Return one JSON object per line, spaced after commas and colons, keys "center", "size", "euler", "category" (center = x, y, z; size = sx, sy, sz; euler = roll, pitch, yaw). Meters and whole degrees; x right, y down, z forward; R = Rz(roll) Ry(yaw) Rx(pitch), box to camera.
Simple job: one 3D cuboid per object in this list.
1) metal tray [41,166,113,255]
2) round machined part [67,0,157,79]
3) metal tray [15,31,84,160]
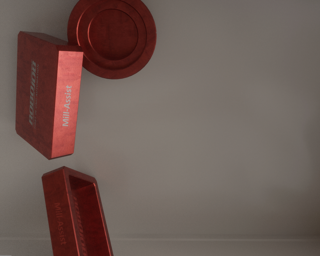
{"center": [-0.099, 0.120, 0.385], "size": [0.030, 0.090, 0.130], "euler": [-22, 67, 7], "category": "metal tray"}
{"center": [-0.053, -0.109, 0.361], "size": [0.099, 0.042, 0.097], "euler": [0, 110, -1], "category": "round machined part"}
{"center": [-0.134, -0.039, 0.363], "size": [0.090, 0.030, 0.129], "euler": [26, 115, 36], "category": "metal tray"}
